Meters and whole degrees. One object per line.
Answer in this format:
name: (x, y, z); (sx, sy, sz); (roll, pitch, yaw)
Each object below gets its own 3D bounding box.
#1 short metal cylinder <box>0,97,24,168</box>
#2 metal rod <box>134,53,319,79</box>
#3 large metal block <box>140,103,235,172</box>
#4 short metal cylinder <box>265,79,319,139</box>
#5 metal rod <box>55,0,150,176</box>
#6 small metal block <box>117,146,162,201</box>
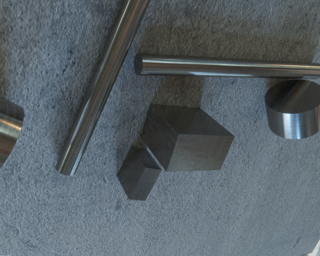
short metal cylinder: (-0.170, 0.004, 0.281); (0.050, 0.080, 0.080); (33, 100, -38)
metal rod: (0.110, -0.080, 0.417); (0.303, 0.025, 0.025); (-4, 120, -27)
large metal block: (0.032, 0.011, 0.396); (0.081, 0.080, 0.050); (3, 117, -30)
short metal cylinder: (0.202, -0.029, 0.464); (0.080, 0.080, 0.050); (-30, 129, -9)
metal rod: (-0.050, -0.077, 0.331); (0.025, 0.025, 0.298); (15, 111, -34)
small metal block: (-0.029, 0.060, 0.412); (0.025, 0.050, 0.050); (15, 110, -35)
